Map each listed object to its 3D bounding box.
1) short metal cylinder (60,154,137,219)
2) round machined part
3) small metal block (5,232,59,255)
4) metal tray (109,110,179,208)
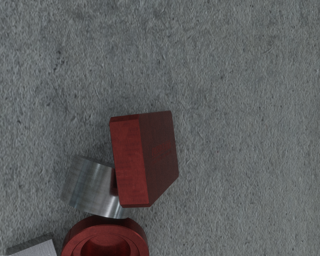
[{"bbox_3d":[-0.067,0.066,0.356,0.081,0.080,0.050,20,84,-19],"label":"short metal cylinder"},{"bbox_3d":[-0.064,0.140,0.365,0.099,0.042,0.097,-3,111,-7],"label":"round machined part"},{"bbox_3d":[-0.143,0.157,0.357,0.050,0.025,0.050,-17,96,-20],"label":"small metal block"},{"bbox_3d":[-0.012,0.027,0.354,0.030,0.130,0.089,-6,93,17],"label":"metal tray"}]
